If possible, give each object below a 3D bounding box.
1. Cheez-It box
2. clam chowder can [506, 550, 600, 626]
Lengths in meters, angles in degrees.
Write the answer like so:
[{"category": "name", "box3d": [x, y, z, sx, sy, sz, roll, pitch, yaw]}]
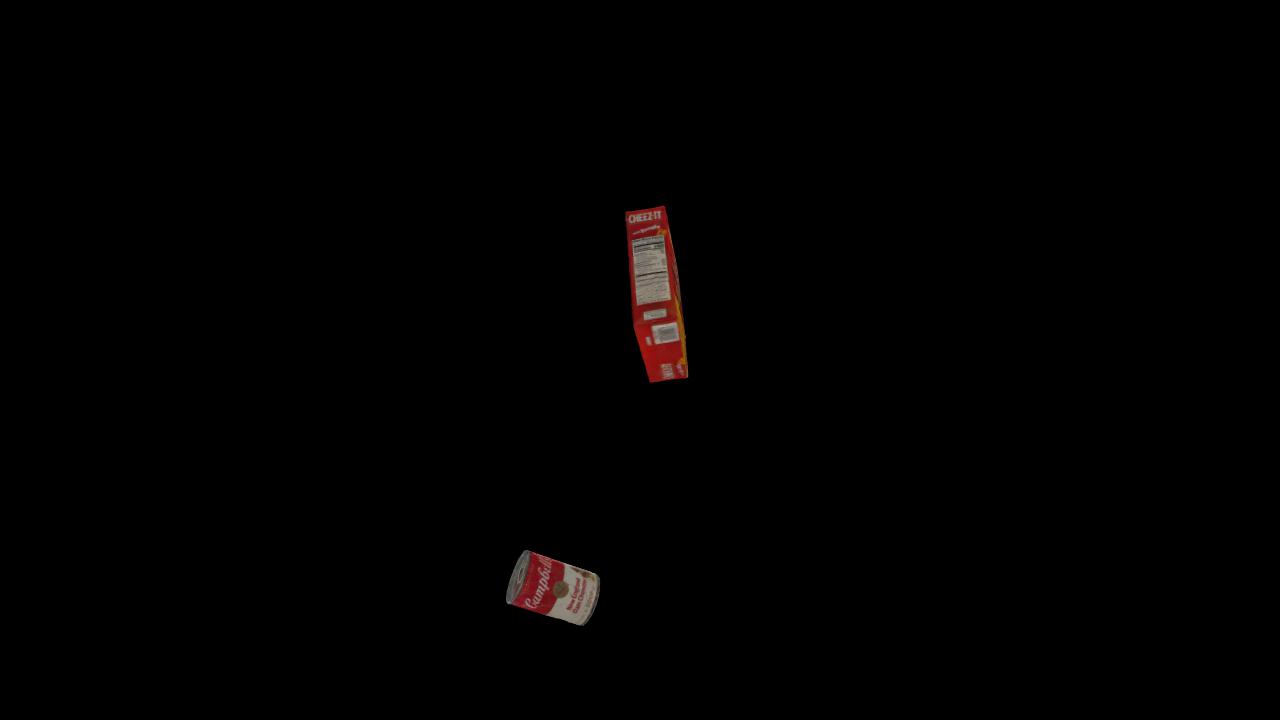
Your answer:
[{"category": "Cheez-It box", "box3d": [0.027, -0.101, 0.954, 0.071, 0.223, 0.166, -7, -32, 6]}, {"category": "clam chowder can", "box3d": [-0.110, 0.292, 0.786, 0.102, 0.068, 0.068, 25, -7, -16]}]
